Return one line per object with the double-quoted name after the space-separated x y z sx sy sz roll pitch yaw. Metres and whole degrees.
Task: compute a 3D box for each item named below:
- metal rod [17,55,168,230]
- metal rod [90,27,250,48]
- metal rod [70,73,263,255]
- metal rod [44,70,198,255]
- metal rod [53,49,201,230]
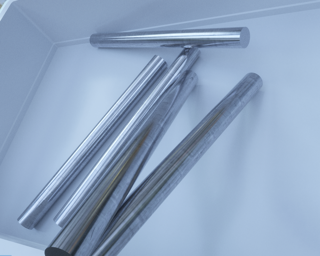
-0.091 0.014 0.444 0.025 0.025 0.300 32 79 38 "metal rod"
-0.008 -0.134 0.468 0.300 0.025 0.025 13 69 41 "metal rod"
0.025 0.025 0.295 0.025 0.025 0.302 17 45 35 "metal rod"
-0.009 0.006 0.309 0.025 0.025 0.301 -6 28 25 "metal rod"
-0.038 0.004 0.423 0.025 0.025 0.300 28 77 37 "metal rod"
